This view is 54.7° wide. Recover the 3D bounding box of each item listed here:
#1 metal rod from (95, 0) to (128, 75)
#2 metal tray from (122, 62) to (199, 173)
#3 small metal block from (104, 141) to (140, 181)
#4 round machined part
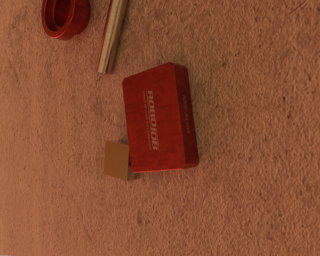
[{"bbox_3d":[-0.049,-0.226,0.445,0.025,0.025,0.298,25,106,37],"label":"metal rod"},{"bbox_3d":[-0.002,-0.010,0.403,0.090,0.030,0.129,-11,83,39],"label":"metal tray"},{"bbox_3d":[-0.054,0.046,0.450,0.050,0.025,0.050,7,95,39],"label":"small metal block"},{"bbox_3d":[-0.155,-0.196,0.522,0.098,0.042,0.097,0,90,40],"label":"round machined part"}]
